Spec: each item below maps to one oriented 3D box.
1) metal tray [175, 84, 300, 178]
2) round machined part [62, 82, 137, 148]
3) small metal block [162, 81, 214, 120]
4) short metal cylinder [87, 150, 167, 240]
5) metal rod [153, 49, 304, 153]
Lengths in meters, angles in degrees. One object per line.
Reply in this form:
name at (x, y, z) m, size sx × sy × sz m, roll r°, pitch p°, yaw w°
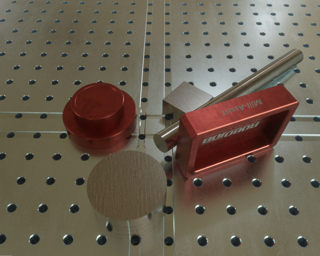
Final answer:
metal tray at (0.086, 0.005, 0.361) m, size 0.131 × 0.090 × 0.030 m, roll -17°, pitch 55°, yaw -14°
round machined part at (-0.081, -0.024, 0.415) m, size 0.099 × 0.042 × 0.098 m, roll 0°, pitch 50°, yaw 0°
small metal block at (0.039, -0.034, 0.436) m, size 0.050 × 0.025 × 0.050 m, roll 32°, pitch 57°, yaw 24°
short metal cylinder at (-0.033, 0.071, 0.331) m, size 0.081 × 0.050 × 0.080 m, roll 0°, pitch 50°, yaw 0°
metal rod at (0.113, -0.050, 0.436) m, size 0.302 × 0.025 × 0.025 m, roll -31°, pitch 57°, yaw -30°
